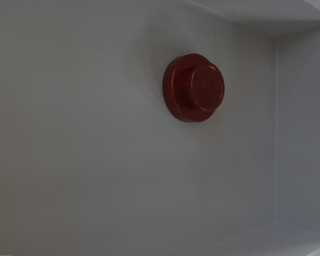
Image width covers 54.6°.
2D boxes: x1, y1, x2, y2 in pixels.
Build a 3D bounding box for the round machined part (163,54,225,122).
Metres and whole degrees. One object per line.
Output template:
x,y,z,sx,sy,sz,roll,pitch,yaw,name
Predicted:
0.054,-0.057,0.440,0.099,0.042,0.097,0,90,-40,round machined part
